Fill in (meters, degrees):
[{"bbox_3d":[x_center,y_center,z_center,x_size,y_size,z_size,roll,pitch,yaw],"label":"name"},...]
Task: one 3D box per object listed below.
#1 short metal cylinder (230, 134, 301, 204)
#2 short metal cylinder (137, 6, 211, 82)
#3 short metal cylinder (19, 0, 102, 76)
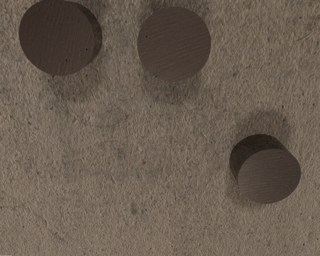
[{"bbox_3d":[0.140,0.054,0.419,0.081,0.050,0.079,0,110,-1],"label":"short metal cylinder"},{"bbox_3d":[0.015,-0.098,0.360,0.081,0.050,0.079,0,110,-1],"label":"short metal cylinder"},{"bbox_3d":[-0.111,-0.104,0.356,0.081,0.050,0.079,0,110,-1],"label":"short metal cylinder"}]
